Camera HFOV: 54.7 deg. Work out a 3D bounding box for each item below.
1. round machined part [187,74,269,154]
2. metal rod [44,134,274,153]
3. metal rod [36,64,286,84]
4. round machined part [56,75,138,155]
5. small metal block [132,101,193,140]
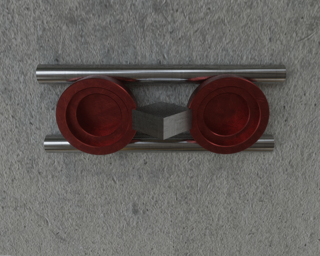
[{"bbox_3d":[0.082,-0.020,0.390,0.099,0.042,0.097,0,110,0],"label":"round machined part"},{"bbox_3d":[-0.001,0.021,0.418,0.302,0.025,0.025,0,110,-1],"label":"metal rod"},{"bbox_3d":[0.002,-0.067,0.386,0.302,0.025,0.025,0,110,-1],"label":"metal rod"},{"bbox_3d":[-0.075,-0.019,0.390,0.099,0.042,0.097,0,110,0],"label":"round machined part"},{"bbox_3d":[0.003,-0.011,0.366,0.050,0.050,0.025,17,116,40],"label":"small metal block"}]
